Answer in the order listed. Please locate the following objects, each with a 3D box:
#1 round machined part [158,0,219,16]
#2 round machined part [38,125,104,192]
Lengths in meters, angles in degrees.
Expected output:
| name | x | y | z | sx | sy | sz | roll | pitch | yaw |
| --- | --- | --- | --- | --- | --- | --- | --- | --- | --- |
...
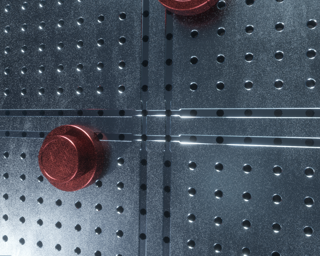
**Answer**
| name | x | y | z | sx | sy | sz | roll | pitch | yaw |
| --- | --- | --- | --- | --- | --- | --- | --- | --- | --- |
| round machined part | 0.039 | -0.190 | 0.389 | 0.098 | 0.042 | 0.097 | 0 | 90 | 19 |
| round machined part | -0.135 | 0.044 | 0.450 | 0.098 | 0.042 | 0.097 | 0 | 90 | 19 |
